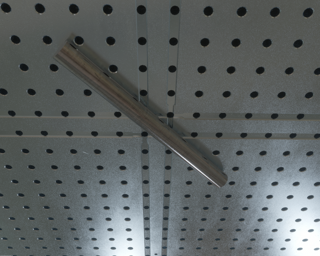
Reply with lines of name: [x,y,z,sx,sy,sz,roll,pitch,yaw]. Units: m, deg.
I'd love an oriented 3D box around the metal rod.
metal rod: [-0.007,-0.002,0.410,0.025,0.025,0.301,-35,122,26]
